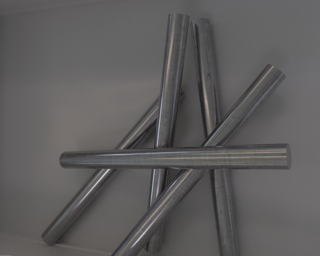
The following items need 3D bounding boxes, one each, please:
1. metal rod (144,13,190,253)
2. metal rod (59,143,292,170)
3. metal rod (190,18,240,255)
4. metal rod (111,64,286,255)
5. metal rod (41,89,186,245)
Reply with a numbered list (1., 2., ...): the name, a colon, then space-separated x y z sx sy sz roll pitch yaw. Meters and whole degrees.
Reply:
1. metal rod: 0.006 0.014 0.388 0.025 0.025 0.298 10 101 19
2. metal rod: -0.007 0.036 0.368 0.300 0.025 0.025 -4 89 31
3. metal rod: 0.068 0.014 0.386 0.025 0.025 0.298 -8 87 20
4. metal rod: 0.038 0.053 0.367 0.025 0.025 0.299 41 100 15
5. metal rod: -0.072 0.057 0.435 0.025 0.025 0.299 45 104 14
